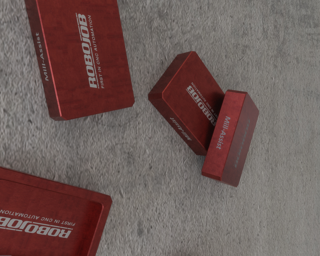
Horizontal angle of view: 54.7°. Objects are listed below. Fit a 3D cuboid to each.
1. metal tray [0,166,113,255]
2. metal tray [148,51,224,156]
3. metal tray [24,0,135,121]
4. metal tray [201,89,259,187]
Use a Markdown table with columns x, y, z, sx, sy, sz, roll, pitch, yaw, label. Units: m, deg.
| x | y | z | sx | sy | sz | roll | pitch | yaw | label |
| --- | --- | --- | --- | --- | --- | --- | --- | --- | --- |
| -0.119 | 0.095 | 0.301 | 0.131 | 0.030 | 0.090 | 26 | 74 | -37 | metal tray |
| 0.052 | -0.032 | 0.444 | 0.130 | 0.030 | 0.090 | 48 | 61 | -29 | metal tray |
| -0.082 | -0.079 | 0.332 | 0.091 | 0.030 | 0.129 | -16 | 100 | -39 | metal tray |
| 0.109 | 0.018 | 0.465 | 0.090 | 0.030 | 0.130 | 31 | 76 | -57 | metal tray |
